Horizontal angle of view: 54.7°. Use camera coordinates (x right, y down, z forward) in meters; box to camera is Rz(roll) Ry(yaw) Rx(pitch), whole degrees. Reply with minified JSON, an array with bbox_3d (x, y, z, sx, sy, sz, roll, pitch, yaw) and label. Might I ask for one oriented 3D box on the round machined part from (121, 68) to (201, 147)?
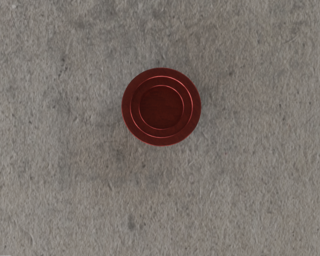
[{"bbox_3d":[0.002,-0.026,0.402,0.099,0.042,0.097,0,90,-1],"label":"round machined part"}]
